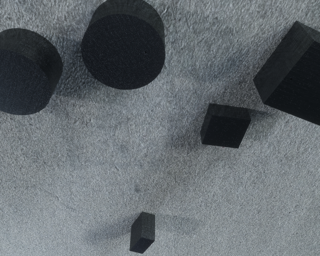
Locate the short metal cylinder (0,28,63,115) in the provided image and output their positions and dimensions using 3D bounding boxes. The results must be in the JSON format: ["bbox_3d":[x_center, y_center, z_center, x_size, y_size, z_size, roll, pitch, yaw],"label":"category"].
[{"bbox_3d":[-0.153,-0.060,0.338,0.081,0.050,0.079,0,130,0],"label":"short metal cylinder"}]

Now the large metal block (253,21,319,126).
[{"bbox_3d":[0.165,-0.058,0.343,0.081,0.050,0.079,18,128,-15],"label":"large metal block"}]

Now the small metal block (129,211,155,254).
[{"bbox_3d":[-0.031,0.185,0.548,0.025,0.050,0.050,21,127,-17],"label":"small metal block"}]

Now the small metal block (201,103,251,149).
[{"bbox_3d":[0.084,-0.002,0.406,0.050,0.025,0.050,7,130,-6],"label":"small metal block"}]

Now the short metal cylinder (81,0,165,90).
[{"bbox_3d":[-0.035,-0.086,0.317,0.081,0.050,0.079,0,130,0],"label":"short metal cylinder"}]
